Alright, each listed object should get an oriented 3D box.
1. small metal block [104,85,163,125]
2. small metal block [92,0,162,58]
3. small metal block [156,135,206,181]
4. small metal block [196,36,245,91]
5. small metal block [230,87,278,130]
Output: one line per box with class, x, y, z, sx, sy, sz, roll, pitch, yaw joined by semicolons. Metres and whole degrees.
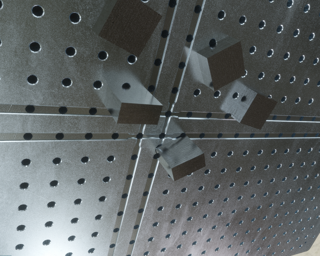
small metal block;-0.032;-0.027;0.362;0.050;0.050;0.025;2;118;-30
small metal block;-0.035;-0.110;0.325;0.050;0.025;0.050;22;106;-37
small metal block;0.029;0.041;0.438;0.050;0.050;0.025;-23;127;-15
small metal block;0.081;-0.084;0.405;0.050;0.025;0.050;-29;129;-10
small metal block;0.143;-0.030;0.474;0.050;0.025;0.050;15;111;-35
